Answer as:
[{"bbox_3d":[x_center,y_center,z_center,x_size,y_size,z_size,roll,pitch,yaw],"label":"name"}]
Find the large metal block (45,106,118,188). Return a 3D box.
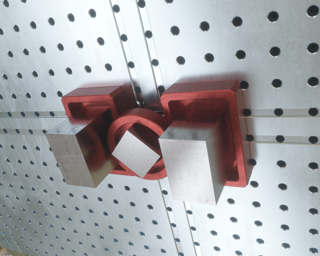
[{"bbox_3d":[-0.097,0.023,0.424,0.050,0.080,0.080,1,119,28],"label":"large metal block"}]

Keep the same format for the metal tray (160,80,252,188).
[{"bbox_3d":[0.059,0.010,0.382,0.090,0.030,0.129,0,118,28],"label":"metal tray"}]

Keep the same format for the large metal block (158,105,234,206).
[{"bbox_3d":[0.046,0.027,0.351,0.050,0.080,0.080,2,119,28],"label":"large metal block"}]

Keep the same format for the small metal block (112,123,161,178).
[{"bbox_3d":[-0.025,0.027,0.389,0.050,0.025,0.050,38,129,2],"label":"small metal block"}]

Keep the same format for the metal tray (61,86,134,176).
[{"bbox_3d":[-0.081,0.007,0.454,0.090,0.030,0.129,1,119,28],"label":"metal tray"}]

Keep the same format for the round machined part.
[{"bbox_3d":[-0.016,0.017,0.408,0.098,0.042,0.097,13,124,21],"label":"round machined part"}]
